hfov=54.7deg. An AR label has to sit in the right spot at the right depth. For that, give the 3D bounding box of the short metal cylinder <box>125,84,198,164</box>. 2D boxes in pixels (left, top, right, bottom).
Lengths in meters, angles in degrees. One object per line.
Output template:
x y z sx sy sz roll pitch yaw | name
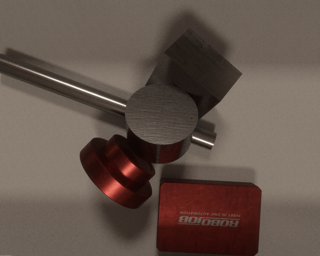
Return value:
0.001 -0.005 0.361 0.081 0.050 0.080 2 60 -3 | short metal cylinder

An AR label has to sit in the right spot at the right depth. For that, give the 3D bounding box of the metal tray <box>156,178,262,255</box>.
0.063 0.116 0.410 0.131 0.030 0.089 3 90 -1 | metal tray

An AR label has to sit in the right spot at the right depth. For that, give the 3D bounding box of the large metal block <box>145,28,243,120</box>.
0.037 -0.058 0.378 0.080 0.080 0.050 41 64 -1 | large metal block

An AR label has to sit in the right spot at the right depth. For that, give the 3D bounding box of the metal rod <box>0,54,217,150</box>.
-0.071 -0.034 0.410 0.301 0.025 0.025 20 90 -1 | metal rod

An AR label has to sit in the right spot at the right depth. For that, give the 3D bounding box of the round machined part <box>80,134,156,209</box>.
-0.044 0.046 0.372 0.098 0.098 0.042 45 98 0 | round machined part
